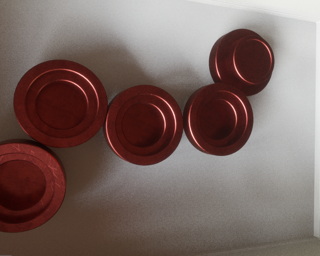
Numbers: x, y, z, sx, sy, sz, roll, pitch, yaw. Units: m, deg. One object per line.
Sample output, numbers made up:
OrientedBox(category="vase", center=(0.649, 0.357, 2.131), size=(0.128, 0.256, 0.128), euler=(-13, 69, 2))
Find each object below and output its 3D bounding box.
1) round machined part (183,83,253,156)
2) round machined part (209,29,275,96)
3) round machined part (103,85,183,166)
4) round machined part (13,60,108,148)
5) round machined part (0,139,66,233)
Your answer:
OrientedBox(category="round machined part", center=(0.076, -0.011, 0.429), size=(0.099, 0.042, 0.097), euler=(0, 90, -20))
OrientedBox(category="round machined part", center=(0.124, -0.095, 0.447), size=(0.099, 0.042, 0.097), euler=(0, 90, -20))
OrientedBox(category="round machined part", center=(-0.024, -0.004, 0.392), size=(0.099, 0.042, 0.097), euler=(0, 91, -22))
OrientedBox(category="round machined part", center=(-0.113, -0.026, 0.357), size=(0.099, 0.042, 0.097), euler=(1, 86, -21))
OrientedBox(category="round machined part", center=(-0.154, 0.059, 0.339), size=(0.099, 0.042, 0.097), euler=(-3, 100, -15))
